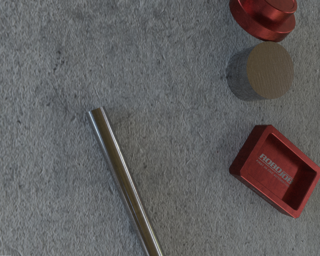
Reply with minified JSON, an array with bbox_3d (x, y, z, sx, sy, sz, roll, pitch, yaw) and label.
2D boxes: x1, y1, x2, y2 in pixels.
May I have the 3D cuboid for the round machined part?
[{"bbox_3d":[0.151,-0.172,0.436,0.099,0.042,0.098,11,58,-18],"label":"round machined part"}]

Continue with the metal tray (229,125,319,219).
[{"bbox_3d":[0.179,0.066,0.474,0.130,0.030,0.090,37,78,-17],"label":"metal tray"}]

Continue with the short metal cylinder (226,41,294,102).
[{"bbox_3d":[0.145,-0.080,0.451,0.081,0.050,0.079,0,90,-20],"label":"short metal cylinder"}]

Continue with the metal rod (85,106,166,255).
[{"bbox_3d":[-0.027,0.115,0.400,0.025,0.025,0.298,-24,98,-19],"label":"metal rod"}]
